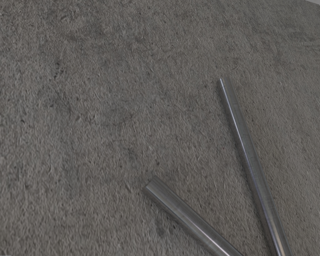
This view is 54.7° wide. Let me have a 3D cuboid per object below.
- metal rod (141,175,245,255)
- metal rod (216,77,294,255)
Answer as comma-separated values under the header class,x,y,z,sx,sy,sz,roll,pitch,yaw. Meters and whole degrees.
class,x,y,z,sx,sy,sz,roll,pitch,yaw
metal rod,0.098,0.164,0.355,0.300,0.025,0.025,42,51,1
metal rod,0.132,0.056,0.440,0.025,0.025,0.299,2,61,-27
